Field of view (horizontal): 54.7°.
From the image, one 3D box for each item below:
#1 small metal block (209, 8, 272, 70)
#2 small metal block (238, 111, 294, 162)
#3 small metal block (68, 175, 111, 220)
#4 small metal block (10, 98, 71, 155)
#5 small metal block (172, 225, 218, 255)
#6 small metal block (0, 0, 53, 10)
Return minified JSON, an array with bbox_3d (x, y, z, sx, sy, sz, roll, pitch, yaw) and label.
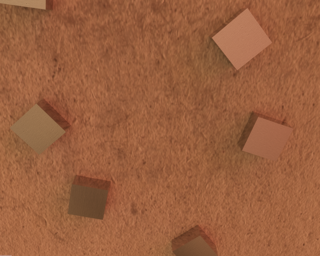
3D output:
[{"bbox_3d":[0.096,-0.107,0.372,0.050,0.025,0.050,-39,106,13],"label":"small metal block"},{"bbox_3d":[0.140,0.011,0.416,0.050,0.025,0.050,18,109,-7],"label":"small metal block"},{"bbox_3d":[-0.101,0.100,0.445,0.050,0.025,0.050,11,110,-5],"label":"small metal block"},{"bbox_3d":[-0.156,-0.002,0.407,0.050,0.025,0.050,-39,106,12],"label":"small metal block"},{"bbox_3d":[0.054,0.186,0.479,0.050,0.025,0.050,-35,107,11],"label":"small metal block"},{"bbox_3d":[-0.149,-0.163,0.348,0.050,0.025,0.050,7,110,-3],"label":"small metal block"}]
